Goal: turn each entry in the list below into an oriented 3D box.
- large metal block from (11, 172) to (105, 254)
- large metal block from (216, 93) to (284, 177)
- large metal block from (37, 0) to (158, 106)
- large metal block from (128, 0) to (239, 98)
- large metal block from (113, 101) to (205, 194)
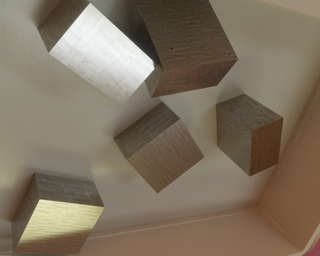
[{"bbox_3d":[-0.129,0.109,0.389,0.080,0.050,0.080,19,109,-36],"label":"large metal block"},{"bbox_3d":[0.126,0.008,0.446,0.050,0.080,0.080,-21,127,-16],"label":"large metal block"},{"bbox_3d":[-0.061,-0.077,0.292,0.050,0.080,0.080,-48,129,6],"label":"large metal block"},{"bbox_3d":[0.021,-0.084,0.323,0.081,0.080,0.050,-13,160,-22],"label":"large metal block"},{"bbox_3d":[0.000,0.026,0.408,0.080,0.050,0.080,-38,129,-3],"label":"large metal block"}]
